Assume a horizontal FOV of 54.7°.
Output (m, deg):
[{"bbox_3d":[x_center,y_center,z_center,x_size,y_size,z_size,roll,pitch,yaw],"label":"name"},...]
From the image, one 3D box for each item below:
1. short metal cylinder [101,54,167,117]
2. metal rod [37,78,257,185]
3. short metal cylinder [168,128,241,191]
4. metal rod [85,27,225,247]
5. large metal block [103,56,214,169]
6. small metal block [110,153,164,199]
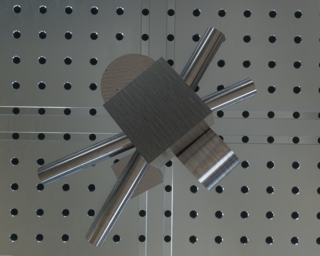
[{"bbox_3d":[-0.031,-0.050,0.397,0.081,0.050,0.079,0,90,0],"label":"short metal cylinder"},{"bbox_3d":[-0.016,0.005,0.409,0.301,0.025,0.025,-23,90,0],"label":"metal rod"},{"bbox_3d":[0.052,0.031,0.383,0.050,0.080,0.080,-43,90,1],"label":"short metal cylinder"},{"bbox_3d":[-0.006,0.010,0.385,0.025,0.025,0.299,31,89,0],"label":"metal rod"},{"bbox_3d":[0.001,-0.014,0.334,0.080,0.050,0.080,-40,73,1],"label":"large metal block"},{"bbox_3d":[-0.030,0.059,0.410,0.050,0.025,0.050,-28,90,0],"label":"small metal block"}]
